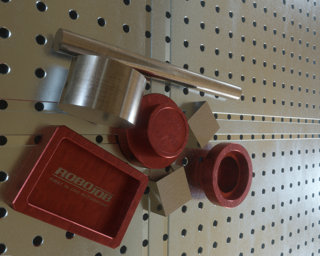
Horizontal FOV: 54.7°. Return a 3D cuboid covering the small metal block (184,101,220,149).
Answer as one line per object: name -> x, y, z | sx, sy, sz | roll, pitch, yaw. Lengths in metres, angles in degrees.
small metal block -> 0.056, -0.005, 0.456 | 0.050, 0.025, 0.050 | -46, 118, -30

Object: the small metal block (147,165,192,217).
small metal block -> 0.012, 0.083, 0.419 | 0.050, 0.025, 0.050 | -25, 106, -37

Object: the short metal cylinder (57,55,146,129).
short metal cylinder -> -0.059, -0.035, 0.323 | 0.080, 0.080, 0.050 | 22, 76, -38

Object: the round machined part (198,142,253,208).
round machined part -> 0.097, 0.071, 0.480 | 0.099, 0.042, 0.097 | 0, 90, -40

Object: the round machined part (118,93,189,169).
round machined part -> -0.001, 0.004, 0.396 | 0.099, 0.042, 0.097 | 3, 85, -40

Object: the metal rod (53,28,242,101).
metal rod -> 0.010, -0.074, 0.416 | 0.302, 0.025, 0.025 | 8, 85, -40

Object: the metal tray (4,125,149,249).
metal tray -> -0.082, 0.066, 0.337 | 0.130, 0.030, 0.090 | 38, 67, -33
